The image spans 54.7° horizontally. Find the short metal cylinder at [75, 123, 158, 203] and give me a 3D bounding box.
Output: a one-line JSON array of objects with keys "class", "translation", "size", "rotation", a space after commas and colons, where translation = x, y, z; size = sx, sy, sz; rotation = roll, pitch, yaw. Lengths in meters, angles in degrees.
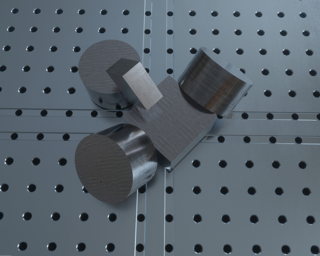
[{"class": "short metal cylinder", "translation": [-0.050, 0.039, 0.358], "size": [0.080, 0.050, 0.079], "rotation": [9, 108, 28]}]

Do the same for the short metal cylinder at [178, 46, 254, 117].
[{"class": "short metal cylinder", "translation": [0.070, -0.059, 0.393], "size": [0.080, 0.080, 0.050], "rotation": [41, 114, 13]}]

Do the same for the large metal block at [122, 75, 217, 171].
[{"class": "large metal block", "translation": [0.012, -0.005, 0.394], "size": [0.080, 0.050, 0.080], "rotation": [43, 75, 14]}]

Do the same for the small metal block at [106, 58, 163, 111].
[{"class": "small metal block", "translation": [-0.030, -0.052, 0.361], "size": [0.025, 0.050, 0.050], "rotation": [-43, 32, -12]}]

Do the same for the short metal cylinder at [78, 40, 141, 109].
[{"class": "short metal cylinder", "translation": [-0.064, -0.072, 0.421], "size": [0.081, 0.050, 0.080], "rotation": [0, 70, 0]}]
